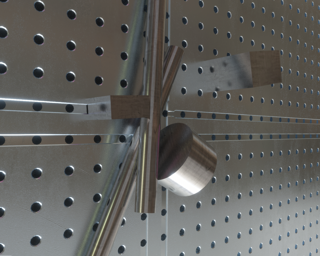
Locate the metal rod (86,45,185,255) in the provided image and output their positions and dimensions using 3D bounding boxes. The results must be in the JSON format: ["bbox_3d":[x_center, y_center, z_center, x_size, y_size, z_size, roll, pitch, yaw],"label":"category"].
[{"bbox_3d":[-0.028,0.028,0.387,0.025,0.025,0.299,32,70,-36],"label":"metal rod"}]

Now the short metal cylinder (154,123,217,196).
[{"bbox_3d":[0.025,0.040,0.396,0.050,0.080,0.080,38,67,-34],"label":"short metal cylinder"}]

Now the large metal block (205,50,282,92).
[{"bbox_3d":[0.131,-0.089,0.486,0.081,0.080,0.050,-14,99,-39],"label":"large metal block"}]

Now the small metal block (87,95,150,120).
[{"bbox_3d":[-0.048,-0.023,0.355,0.050,0.050,0.025,-5,94,-40],"label":"small metal block"}]

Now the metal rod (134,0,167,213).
[{"bbox_3d":[-0.009,-0.051,0.380,0.025,0.025,0.299,12,75,-40],"label":"metal rod"}]
